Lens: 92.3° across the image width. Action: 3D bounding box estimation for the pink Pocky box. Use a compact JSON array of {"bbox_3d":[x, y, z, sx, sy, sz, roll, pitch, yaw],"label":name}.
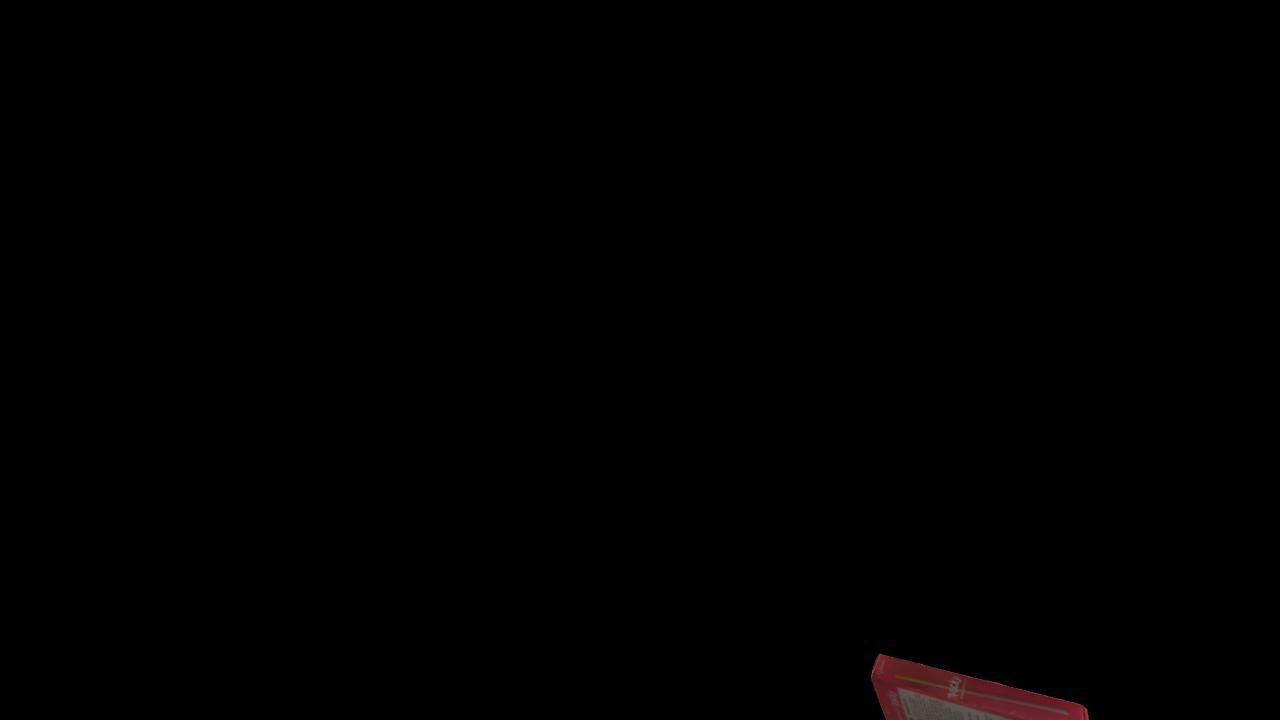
[{"bbox_3d":[0.279,0.299,0.509,0.155,0.084,0.029,-4,29,40],"label":"pink Pocky box"}]
